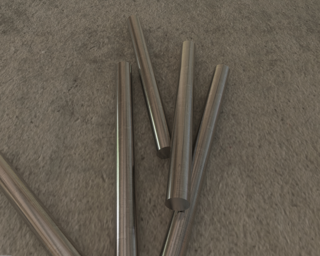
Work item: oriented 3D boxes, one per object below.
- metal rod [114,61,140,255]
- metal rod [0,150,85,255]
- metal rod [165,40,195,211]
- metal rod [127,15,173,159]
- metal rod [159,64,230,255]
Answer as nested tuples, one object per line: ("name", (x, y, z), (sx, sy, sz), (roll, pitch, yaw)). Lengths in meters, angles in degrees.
("metal rod", (-0.043, 0.021, 0.385), (0.025, 0.025, 0.300), (-4, 50, -3))
("metal rod", (-0.104, 0.111, 0.308), (0.025, 0.025, 0.300), (-37, 59, -27))
("metal rod", (0.032, -0.030, 0.412), (0.025, 0.025, 0.300), (5, 45, 3))
("metal rod", (-0.020, -0.083, 0.472), (0.025, 0.025, 0.300), (-8, 51, -7))
("metal rod", (0.052, 0.021, 0.385), (0.025, 0.025, 0.300), (13, 51, 10))
